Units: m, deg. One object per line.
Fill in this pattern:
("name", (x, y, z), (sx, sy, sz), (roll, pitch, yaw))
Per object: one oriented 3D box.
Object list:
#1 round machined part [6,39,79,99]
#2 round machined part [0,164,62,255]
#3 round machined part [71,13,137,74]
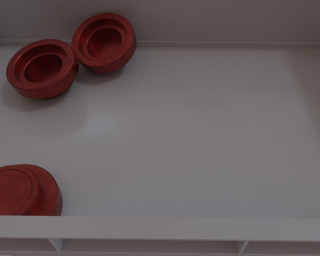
("round machined part", (-0.166, -0.081, 0.453), (0.099, 0.042, 0.098), (-3, 58, 6))
("round machined part", (-0.158, 0.078, 0.327), (0.099, 0.042, 0.098), (0, 50, 0))
("round machined part", (-0.084, -0.128, 0.487), (0.098, 0.042, 0.098), (-3, 69, 9))
